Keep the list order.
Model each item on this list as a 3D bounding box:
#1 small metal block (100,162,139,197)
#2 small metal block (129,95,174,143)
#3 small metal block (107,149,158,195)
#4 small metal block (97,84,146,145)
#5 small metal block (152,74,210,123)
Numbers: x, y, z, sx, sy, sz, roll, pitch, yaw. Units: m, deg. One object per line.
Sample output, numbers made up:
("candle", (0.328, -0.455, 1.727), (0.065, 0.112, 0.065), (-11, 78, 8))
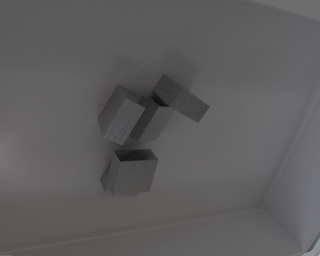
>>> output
("small metal block", (-0.046, 0.064, 0.423), (0.050, 0.025, 0.050), (19, 108, -36))
("small metal block", (-0.012, -0.011, 0.380), (0.050, 0.025, 0.050), (-59, 160, 14))
("small metal block", (-0.035, 0.055, 0.391), (0.050, 0.025, 0.050), (0, 118, -29))
("small metal block", (-0.046, -0.016, 0.355), (0.025, 0.050, 0.050), (27, 104, -27))
("small metal block", (0.026, -0.037, 0.384), (0.050, 0.050, 0.025), (27, 104, -37))
